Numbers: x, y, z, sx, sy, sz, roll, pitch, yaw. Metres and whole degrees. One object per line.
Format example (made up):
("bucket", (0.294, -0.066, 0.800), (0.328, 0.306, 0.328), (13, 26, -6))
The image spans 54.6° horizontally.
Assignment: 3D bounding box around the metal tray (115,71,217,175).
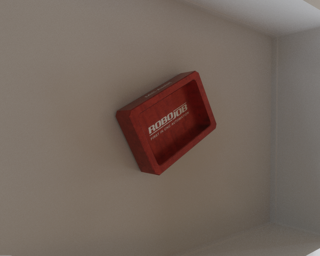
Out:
("metal tray", (0.014, -0.010, 0.410), (0.131, 0.030, 0.090), (-35, 112, -35))
